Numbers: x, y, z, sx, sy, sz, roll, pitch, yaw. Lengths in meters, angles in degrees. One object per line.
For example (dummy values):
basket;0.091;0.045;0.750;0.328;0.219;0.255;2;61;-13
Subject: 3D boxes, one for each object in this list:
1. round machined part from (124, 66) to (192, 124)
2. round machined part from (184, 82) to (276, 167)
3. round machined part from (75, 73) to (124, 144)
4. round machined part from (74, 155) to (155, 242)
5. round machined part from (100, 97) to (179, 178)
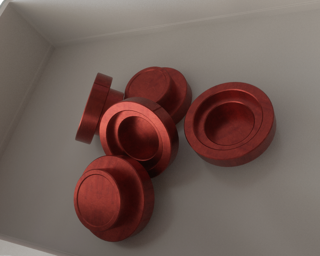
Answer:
round machined part;-0.009;-0.045;0.426;0.098;0.042;0.098;-13;56;20
round machined part;0.081;-0.001;0.352;0.098;0.042;0.098;-13;56;20
round machined part;-0.080;-0.023;0.427;0.042;0.098;0.098;19;64;-12
round machined part;-0.059;0.080;0.353;0.098;0.042;0.097;-3;84;30
round machined part;-0.021;0.009;0.377;0.098;0.097;0.042;1;19;28
